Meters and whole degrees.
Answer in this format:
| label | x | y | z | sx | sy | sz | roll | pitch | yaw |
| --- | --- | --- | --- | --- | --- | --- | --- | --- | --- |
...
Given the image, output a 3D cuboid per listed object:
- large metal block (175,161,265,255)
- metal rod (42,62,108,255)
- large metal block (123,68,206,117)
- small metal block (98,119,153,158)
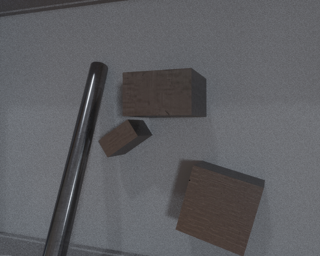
| label | x | y | z | sx | sy | sz | roll | pitch | yaw |
| --- | --- | --- | --- | --- | --- | --- | --- | --- | --- |
| large metal block | 0.073 | 0.092 | 0.371 | 0.080 | 0.050 | 0.079 | 16 | 95 | 19 |
| metal rod | -0.104 | 0.049 | 0.382 | 0.025 | 0.025 | 0.299 | -1 | 65 | 19 |
| large metal block | 0.009 | -0.039 | 0.377 | 0.080 | 0.080 | 0.050 | 0 | 90 | 19 |
| small metal block | -0.045 | 0.013 | 0.412 | 0.050 | 0.050 | 0.025 | -35 | 79 | 16 |
